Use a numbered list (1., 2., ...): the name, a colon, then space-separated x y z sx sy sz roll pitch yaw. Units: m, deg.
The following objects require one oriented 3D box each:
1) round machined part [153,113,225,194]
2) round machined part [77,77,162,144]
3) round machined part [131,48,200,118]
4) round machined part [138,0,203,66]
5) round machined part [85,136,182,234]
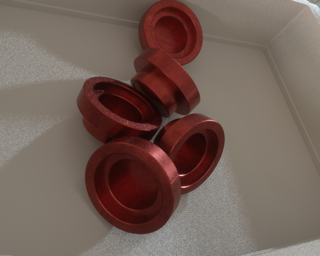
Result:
1. round machined part: 0.029 0.027 0.370 0.099 0.097 0.042 -19 36 -35
2. round machined part: -0.050 -0.014 0.361 0.098 0.042 0.098 26 27 -14
3. round machined part: 0.001 -0.051 0.397 0.098 0.098 0.042 44 77 2
4. round machined part: 0.013 -0.139 0.470 0.099 0.042 0.097 2 86 -26
5. round machined part: -0.024 0.054 0.318 0.098 0.098 0.042 47 29 5
